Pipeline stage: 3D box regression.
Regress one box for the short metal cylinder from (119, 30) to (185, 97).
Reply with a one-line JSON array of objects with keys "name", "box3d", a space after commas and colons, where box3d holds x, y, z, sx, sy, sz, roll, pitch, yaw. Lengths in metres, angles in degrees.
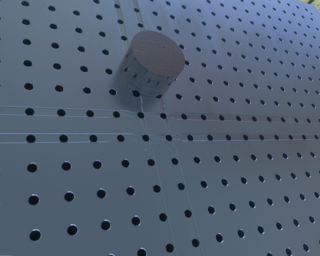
[{"name": "short metal cylinder", "box3d": [-0.011, -0.092, 0.443, 0.081, 0.050, 0.080, 14, 56, -21]}]
